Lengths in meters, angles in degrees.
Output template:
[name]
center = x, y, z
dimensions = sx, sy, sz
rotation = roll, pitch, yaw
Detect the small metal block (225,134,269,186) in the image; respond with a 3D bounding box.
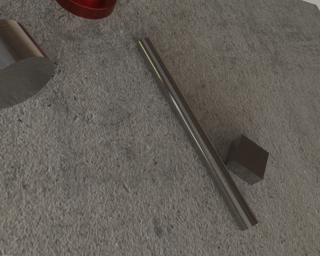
[small metal block]
center = 0.125, 0.046, 0.446
dimensions = 0.050, 0.025, 0.050
rotation = 34, 51, -6

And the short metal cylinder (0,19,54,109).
[short metal cylinder]
center = -0.160, -0.064, 0.322
dimensions = 0.081, 0.080, 0.050
rotation = -34, 81, -38

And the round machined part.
[round machined part]
center = -0.110, -0.215, 0.466
dimensions = 0.099, 0.042, 0.098
rotation = 14, 56, -21

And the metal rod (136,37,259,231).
[metal rod]
center = 0.045, -0.002, 0.430
dimensions = 0.025, 0.025, 0.299
rotation = -17, 71, -35
